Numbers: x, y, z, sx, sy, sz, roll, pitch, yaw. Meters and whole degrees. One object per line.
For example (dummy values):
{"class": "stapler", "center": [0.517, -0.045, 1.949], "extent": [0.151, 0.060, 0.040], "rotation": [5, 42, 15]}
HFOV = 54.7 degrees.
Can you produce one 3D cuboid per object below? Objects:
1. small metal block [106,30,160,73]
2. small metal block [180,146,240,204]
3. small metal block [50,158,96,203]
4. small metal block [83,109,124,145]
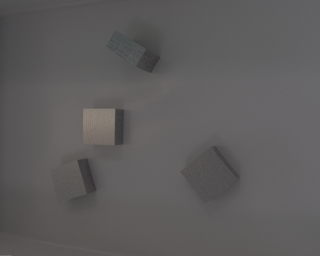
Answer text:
{"class": "small metal block", "center": [-0.034, -0.100, 0.409], "extent": [0.050, 0.050, 0.025], "rotation": [35, 102, 16]}
{"class": "small metal block", "center": [0.063, 0.058, 0.388], "extent": [0.050, 0.025, 0.050], "rotation": [-41, 77, 15]}
{"class": "small metal block", "center": [-0.128, 0.077, 0.456], "extent": [0.050, 0.025, 0.050], "rotation": [-19, 84, 19]}
{"class": "small metal block", "center": [-0.080, -0.002, 0.439], "extent": [0.050, 0.025, 0.050], "rotation": [1, 90, 20]}
